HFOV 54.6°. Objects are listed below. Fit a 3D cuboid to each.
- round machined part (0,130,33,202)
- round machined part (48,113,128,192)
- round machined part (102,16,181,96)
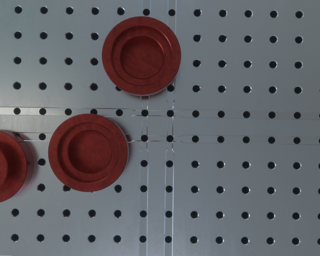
[{"bbox_3d":[-0.222,0.051,0.404,0.099,0.042,0.097,0,90,0],"label":"round machined part"},{"bbox_3d":[-0.089,0.031,0.404,0.099,0.042,0.097,0,90,0],"label":"round machined part"},{"bbox_3d":[-0.023,-0.090,0.405,0.099,0.042,0.097,0,90,0],"label":"round machined part"}]
